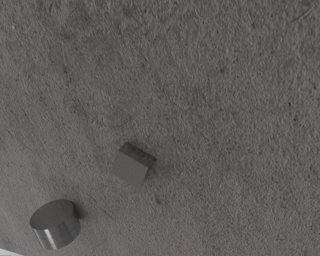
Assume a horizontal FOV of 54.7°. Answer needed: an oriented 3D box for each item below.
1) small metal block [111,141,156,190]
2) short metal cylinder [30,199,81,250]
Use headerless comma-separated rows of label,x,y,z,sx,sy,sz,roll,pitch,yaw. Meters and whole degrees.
small metal block,-0.040,0.056,0.463,0.050,0.025,0.050,29,128,9
short metal cylinder,-0.197,0.181,0.587,0.080,0.080,0.050,3,120,27
